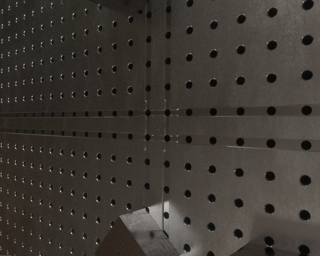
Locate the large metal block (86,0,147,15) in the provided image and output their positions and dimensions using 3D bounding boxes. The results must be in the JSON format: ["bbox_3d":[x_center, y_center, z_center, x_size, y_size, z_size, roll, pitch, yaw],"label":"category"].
[{"bbox_3d":[-0.072,-0.199,0.431,0.080,0.081,0.050,26,106,37],"label":"large metal block"}]

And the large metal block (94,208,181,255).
[{"bbox_3d":[-0.033,0.170,0.418,0.080,0.050,0.080,47,118,29],"label":"large metal block"}]

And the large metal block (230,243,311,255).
[{"bbox_3d":[0.114,0.166,0.298,0.080,0.050,0.079,-3,88,39],"label":"large metal block"}]
